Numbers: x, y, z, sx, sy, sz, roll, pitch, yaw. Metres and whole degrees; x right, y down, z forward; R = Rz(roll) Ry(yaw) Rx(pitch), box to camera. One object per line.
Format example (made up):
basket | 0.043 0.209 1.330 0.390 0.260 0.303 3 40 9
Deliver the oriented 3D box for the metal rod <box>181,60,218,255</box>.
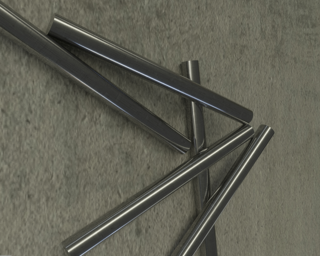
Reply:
metal rod | 0.059 0.053 0.457 0.025 0.025 0.298 -11 97 -40

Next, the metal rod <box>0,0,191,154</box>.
metal rod | -0.067 -0.046 0.349 0.301 0.025 0.025 35 68 -35

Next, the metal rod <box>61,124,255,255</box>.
metal rod | 0.018 0.068 0.399 0.302 0.025 0.025 -29 108 -29

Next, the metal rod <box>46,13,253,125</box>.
metal rod | 0.010 -0.061 0.391 0.302 0.025 0.025 20 77 -31

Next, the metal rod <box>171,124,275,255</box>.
metal rod | 0.076 0.115 0.438 0.300 0.025 0.025 -51 121 -16
